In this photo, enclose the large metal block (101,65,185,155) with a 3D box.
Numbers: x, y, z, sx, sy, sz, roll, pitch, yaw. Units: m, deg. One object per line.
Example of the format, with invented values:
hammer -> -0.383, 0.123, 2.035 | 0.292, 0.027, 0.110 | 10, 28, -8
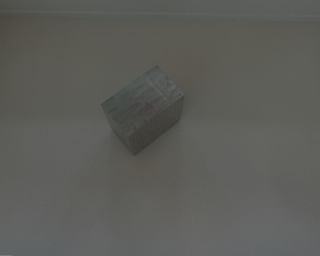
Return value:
large metal block -> -0.019, -0.019, 0.384 | 0.080, 0.080, 0.050 | -38, 75, -13
